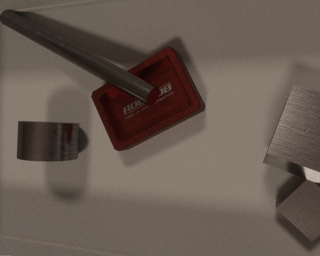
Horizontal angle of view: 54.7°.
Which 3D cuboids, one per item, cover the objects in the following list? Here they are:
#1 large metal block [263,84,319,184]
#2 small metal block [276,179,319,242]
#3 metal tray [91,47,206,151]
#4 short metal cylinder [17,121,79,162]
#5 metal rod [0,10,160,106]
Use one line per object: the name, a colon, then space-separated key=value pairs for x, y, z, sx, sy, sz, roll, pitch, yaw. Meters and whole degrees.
large metal block: x=0.164 y=0.011 z=0.327 sx=0.080 sy=0.050 sz=0.080 roll=21 pitch=78 yaw=18
small metal block: x=0.169 y=0.090 z=0.351 sx=0.050 sy=0.025 sz=0.050 roll=44 pitch=103 yaw=14
metal tray: x=-0.018 y=-0.036 z=0.413 sx=0.130 sy=0.030 sz=0.090 roll=-28 pitch=81 yaw=17
short metal cylinder: x=-0.156 y=0.017 z=0.435 sx=0.080 sy=0.080 sz=0.050 roll=3 pitch=91 yaw=19
metal rod: x=-0.126 y=-0.107 z=0.432 sx=0.300 sy=0.025 sz=0.025 roll=30 pitch=100 yaw=25
